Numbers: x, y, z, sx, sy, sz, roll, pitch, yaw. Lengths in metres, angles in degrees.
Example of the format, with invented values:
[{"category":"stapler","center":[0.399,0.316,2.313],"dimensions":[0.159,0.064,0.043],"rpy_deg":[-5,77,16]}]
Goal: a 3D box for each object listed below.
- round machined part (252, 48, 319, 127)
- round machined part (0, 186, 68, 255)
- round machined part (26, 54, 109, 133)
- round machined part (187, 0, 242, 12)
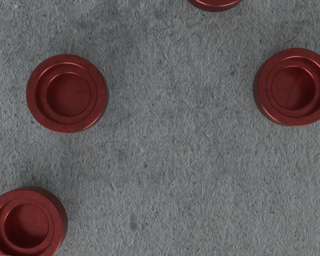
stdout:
[{"category":"round machined part","center":[0.169,-0.051,0.403],"dimensions":[0.099,0.042,0.097],"rpy_deg":[0,90,0]},{"category":"round machined part","center":[-0.168,0.124,0.400],"dimensions":[0.099,0.042,0.097],"rpy_deg":[0,90,0]},{"category":"round machined part","center":[-0.115,-0.042,0.400],"dimensions":[0.099,0.042,0.097],"rpy_deg":[0,90,0]},{"category":"round machined part","center":[0.071,-0.198,0.402],"dimensions":[0.099,0.042,0.097],"rpy_deg":[0,90,0]}]
